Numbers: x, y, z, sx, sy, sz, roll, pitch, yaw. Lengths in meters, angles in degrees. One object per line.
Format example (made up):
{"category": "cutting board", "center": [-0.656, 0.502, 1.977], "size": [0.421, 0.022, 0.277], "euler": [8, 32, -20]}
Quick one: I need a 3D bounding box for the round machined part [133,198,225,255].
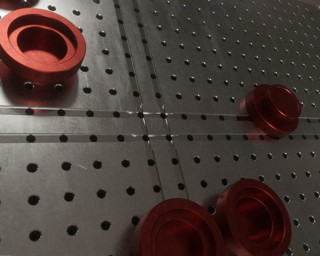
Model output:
{"category": "round machined part", "center": [0.017, 0.128, 0.329], "size": [0.099, 0.042, 0.098], "euler": [14, 56, -21]}

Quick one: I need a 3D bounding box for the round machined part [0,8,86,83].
{"category": "round machined part", "center": [-0.144, -0.095, 0.378], "size": [0.099, 0.042, 0.098], "euler": [14, 56, -21]}

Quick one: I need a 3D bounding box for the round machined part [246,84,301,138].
{"category": "round machined part", "center": [0.200, -0.036, 0.530], "size": [0.099, 0.042, 0.098], "euler": [14, 56, -21]}

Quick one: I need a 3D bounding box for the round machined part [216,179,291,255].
{"category": "round machined part", "center": [0.111, 0.117, 0.388], "size": [0.099, 0.042, 0.098], "euler": [14, 56, -21]}
